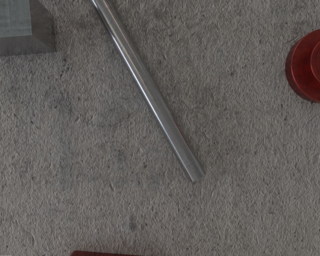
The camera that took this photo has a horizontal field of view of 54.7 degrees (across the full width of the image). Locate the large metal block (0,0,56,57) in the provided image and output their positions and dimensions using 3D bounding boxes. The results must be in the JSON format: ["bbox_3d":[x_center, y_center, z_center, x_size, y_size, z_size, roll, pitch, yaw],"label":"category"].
[{"bbox_3d":[-0.183,-0.124,0.381,0.080,0.080,0.050,-5,90,0],"label":"large metal block"}]

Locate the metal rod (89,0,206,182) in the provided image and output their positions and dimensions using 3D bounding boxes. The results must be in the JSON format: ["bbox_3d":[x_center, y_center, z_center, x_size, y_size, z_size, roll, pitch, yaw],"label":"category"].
[{"bbox_3d":[-0.023,-0.066,0.409,0.025,0.025,0.299,-29,90,0],"label":"metal rod"}]

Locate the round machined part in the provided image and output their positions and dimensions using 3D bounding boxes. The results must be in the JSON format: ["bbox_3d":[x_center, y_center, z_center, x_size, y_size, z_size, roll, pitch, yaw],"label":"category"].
[{"bbox_3d":[0.220,-0.082,0.403,0.099,0.042,0.097,0,90,0],"label":"round machined part"}]

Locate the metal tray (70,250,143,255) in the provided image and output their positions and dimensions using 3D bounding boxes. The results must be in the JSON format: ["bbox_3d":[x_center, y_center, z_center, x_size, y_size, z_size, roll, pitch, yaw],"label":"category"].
[{"bbox_3d":[-0.059,0.216,0.407,0.131,0.030,0.089,5,90,0],"label":"metal tray"}]
